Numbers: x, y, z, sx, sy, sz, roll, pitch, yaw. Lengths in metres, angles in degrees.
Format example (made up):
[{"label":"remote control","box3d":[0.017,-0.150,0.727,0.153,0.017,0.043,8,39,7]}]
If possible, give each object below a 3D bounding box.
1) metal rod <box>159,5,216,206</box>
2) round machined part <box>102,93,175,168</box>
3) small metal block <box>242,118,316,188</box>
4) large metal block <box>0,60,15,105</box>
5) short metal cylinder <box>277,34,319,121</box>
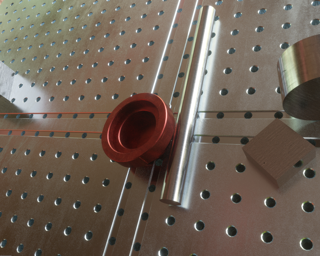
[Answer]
[{"label":"metal rod","box3d":[0.043,-0.048,0.413,0.025,0.025,0.300,-1,61,27]},{"label":"round machined part","box3d":[-0.024,0.006,0.400,0.098,0.042,0.098,-17,54,25]},{"label":"small metal block","box3d":[0.125,0.026,0.327,0.050,0.025,0.050,-41,51,0]},{"label":"large metal block","box3d":[-0.340,-0.096,0.607,0.050,0.080,0.080,-21,54,16]},{"label":"short metal cylinder","box3d":[0.165,-0.049,0.317,0.080,0.080,0.050,-9,58,23]}]
